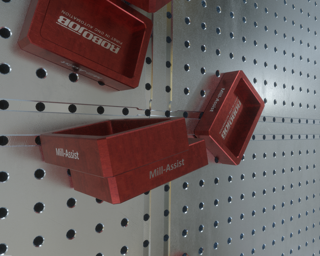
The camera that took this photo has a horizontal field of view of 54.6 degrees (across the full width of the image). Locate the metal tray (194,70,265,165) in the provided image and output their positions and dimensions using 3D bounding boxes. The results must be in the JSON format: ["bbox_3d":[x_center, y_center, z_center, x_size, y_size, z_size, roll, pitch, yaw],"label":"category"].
[{"bbox_3d":[0.117,-0.017,0.501,0.090,0.030,0.130,45,63,-31],"label":"metal tray"}]

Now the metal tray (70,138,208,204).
[{"bbox_3d":[-0.021,0.040,0.347,0.131,0.090,0.030,-16,101,-39],"label":"metal tray"}]

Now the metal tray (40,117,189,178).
[{"bbox_3d":[-0.048,0.013,0.300,0.091,0.130,0.030,-15,100,-39],"label":"metal tray"}]

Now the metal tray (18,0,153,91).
[{"bbox_3d":[-0.074,-0.105,0.342,0.131,0.030,0.090,20,77,-38],"label":"metal tray"}]

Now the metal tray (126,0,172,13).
[{"bbox_3d":[-0.004,-0.193,0.364,0.131,0.090,0.030,-46,160,-30],"label":"metal tray"}]
